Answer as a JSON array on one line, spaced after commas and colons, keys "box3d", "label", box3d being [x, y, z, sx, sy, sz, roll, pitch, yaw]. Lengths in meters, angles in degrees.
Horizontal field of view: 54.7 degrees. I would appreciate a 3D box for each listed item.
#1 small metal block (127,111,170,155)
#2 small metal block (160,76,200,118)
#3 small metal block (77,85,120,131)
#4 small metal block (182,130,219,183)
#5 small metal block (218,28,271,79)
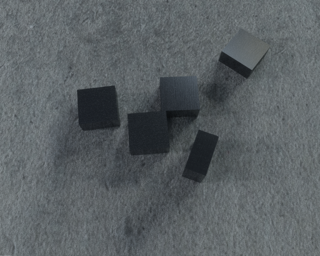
[{"box3d": [-0.015, 0.007, 0.405, 0.050, 0.025, 0.050, -5, 70, -2], "label": "small metal block"}, {"box3d": [0.026, -0.042, 0.424, 0.050, 0.025, 0.050, -2, 70, -2], "label": "small metal block"}, {"box3d": [-0.082, -0.027, 0.417, 0.050, 0.025, 0.050, -7, 70, -3], "label": "small metal block"}, {"box3d": [0.049, 0.036, 0.382, 0.025, 0.050, 0.050, 20, 71, 7], "label": "small metal block"}, {"box3d": [0.122, -0.108, 0.449, 0.050, 0.025, 0.050, 36, 74, 12], "label": "small metal block"}]
